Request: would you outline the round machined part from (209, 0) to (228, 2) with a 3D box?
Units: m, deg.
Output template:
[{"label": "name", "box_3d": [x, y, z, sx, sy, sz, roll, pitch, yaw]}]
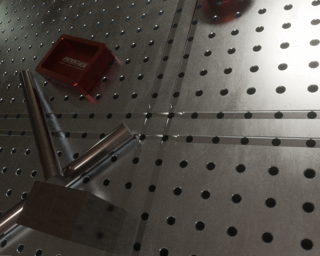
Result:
[{"label": "round machined part", "box_3d": [0.098, -0.241, 0.493, 0.098, 0.042, 0.098, -13, 56, 20]}]

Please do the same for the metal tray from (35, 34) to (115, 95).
[{"label": "metal tray", "box_3d": [-0.154, -0.117, 0.555, 0.130, 0.030, 0.090, 22, 73, 35]}]

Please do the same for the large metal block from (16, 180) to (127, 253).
[{"label": "large metal block", "box_3d": [-0.099, 0.104, 0.360, 0.080, 0.080, 0.050, 4, 64, 29]}]

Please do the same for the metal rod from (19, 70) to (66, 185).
[{"label": "metal rod", "box_3d": [-0.198, -0.016, 0.501, 0.025, 0.025, 0.300, -39, 46, 2]}]

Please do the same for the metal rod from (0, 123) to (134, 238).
[{"label": "metal rod", "box_3d": [-0.163, 0.093, 0.434, 0.300, 0.025, 0.025, -37, 51, 3]}]
